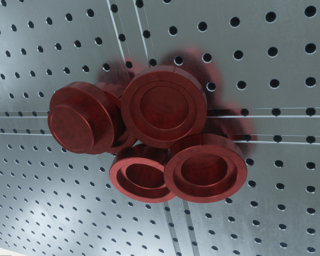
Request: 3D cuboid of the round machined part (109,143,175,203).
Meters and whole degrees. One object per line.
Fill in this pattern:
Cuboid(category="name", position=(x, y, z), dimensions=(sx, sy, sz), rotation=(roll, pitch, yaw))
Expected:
Cuboid(category="round machined part", position=(-0.018, 0.059, 0.433), dimensions=(0.099, 0.042, 0.097), rotation=(7, 133, 8))

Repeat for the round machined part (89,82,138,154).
Cuboid(category="round machined part", position=(-0.065, -0.017, 0.422), dimensions=(0.098, 0.042, 0.097), rotation=(13, 124, 20))

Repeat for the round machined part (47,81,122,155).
Cuboid(category="round machined part", position=(-0.102, -0.006, 0.393), dimensions=(0.098, 0.042, 0.097), rotation=(13, 124, 20))

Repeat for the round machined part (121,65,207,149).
Cuboid(category="round machined part", position=(0.006, -0.027, 0.367), dimensions=(0.099, 0.042, 0.097), rotation=(4, 119, 7))

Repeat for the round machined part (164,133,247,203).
Cuboid(category="round machined part", position=(0.054, 0.045, 0.383), dimensions=(0.099, 0.042, 0.097), rotation=(1, 127, 1))
